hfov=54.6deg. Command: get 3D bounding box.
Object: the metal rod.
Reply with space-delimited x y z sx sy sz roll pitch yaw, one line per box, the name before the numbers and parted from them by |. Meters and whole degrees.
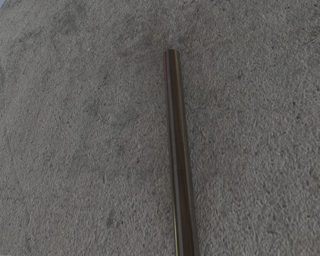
metal rod | 0.023 0.018 0.381 0.025 0.025 0.300 -16 55 19
